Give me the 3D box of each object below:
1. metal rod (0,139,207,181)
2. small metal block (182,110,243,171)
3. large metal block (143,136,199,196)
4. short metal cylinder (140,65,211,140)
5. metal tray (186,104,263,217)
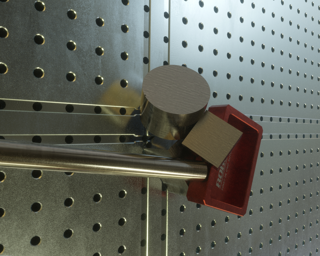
[{"bbox_3d":[-0.081,0.031,0.304,0.302,0.025,0.025,9,84,-29],"label":"metal rod"},{"bbox_3d":[0.062,0.015,0.369,0.050,0.050,0.025,-53,163,-7],"label":"small metal block"},{"bbox_3d":[0.036,0.035,0.424,0.080,0.050,0.080,-43,116,-32],"label":"large metal block"},{"bbox_3d":[0.017,-0.032,0.381,0.080,0.080,0.050,-42,159,-32],"label":"short metal cylinder"},{"bbox_3d":[0.090,0.044,0.415,0.090,0.030,0.130,26,73,-37],"label":"metal tray"}]
